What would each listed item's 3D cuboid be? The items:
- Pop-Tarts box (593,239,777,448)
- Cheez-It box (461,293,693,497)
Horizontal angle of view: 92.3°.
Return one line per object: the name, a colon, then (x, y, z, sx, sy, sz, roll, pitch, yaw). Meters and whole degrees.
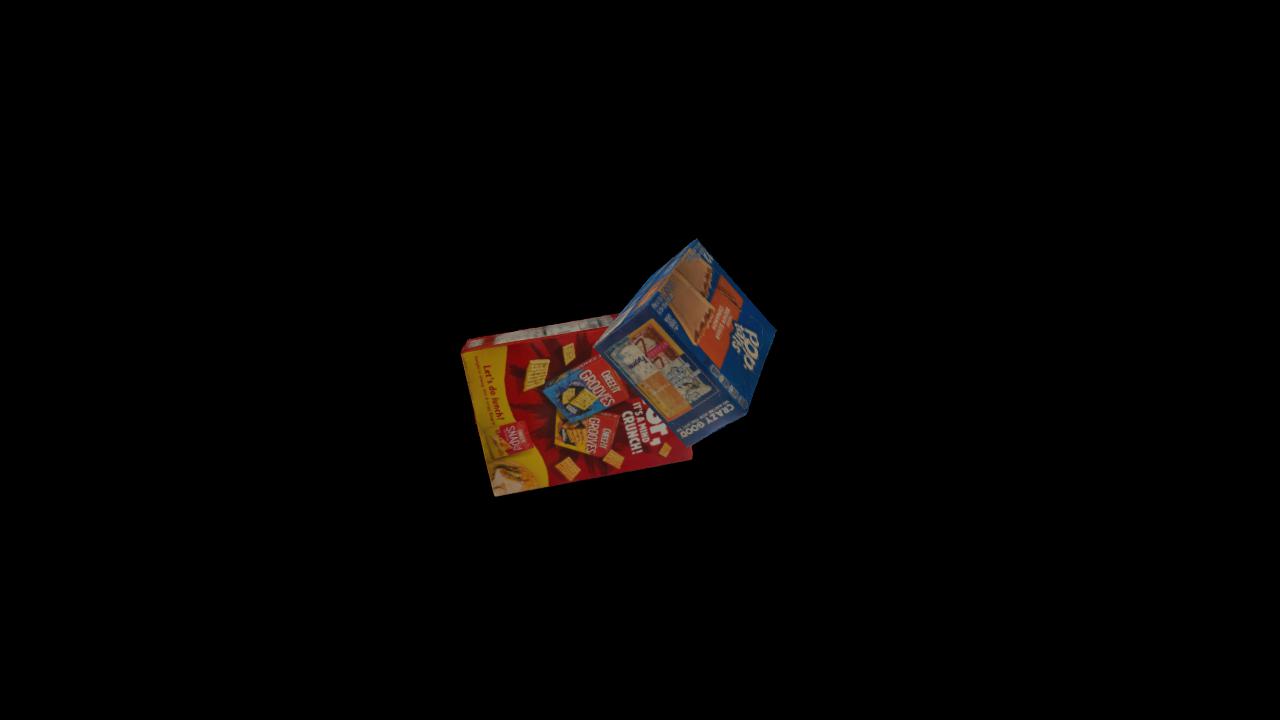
Pop-Tarts box: (0.055, -0.023, 0.636, 0.083, 0.141, 0.167, -35, 12, 36)
Cheez-It box: (-0.063, 0.042, 0.664, 0.223, 0.166, 0.071, -10, 18, -7)
